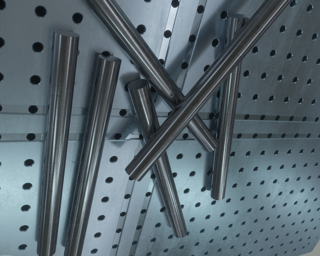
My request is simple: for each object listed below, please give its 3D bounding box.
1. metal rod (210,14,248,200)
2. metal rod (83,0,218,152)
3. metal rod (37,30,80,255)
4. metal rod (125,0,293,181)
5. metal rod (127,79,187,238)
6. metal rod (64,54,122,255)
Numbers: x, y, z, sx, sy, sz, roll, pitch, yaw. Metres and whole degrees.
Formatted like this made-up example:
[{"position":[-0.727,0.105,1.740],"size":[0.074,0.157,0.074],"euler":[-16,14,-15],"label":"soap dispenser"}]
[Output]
[{"position":[0.097,-0.010,0.456],"size":[0.025,0.025,0.298],"euler":[-15,125,-20],"label":"metal rod"},{"position":[-0.002,-0.061,0.371],"size":[0.025,0.025,0.300],"euler":[-42,129,0],"label":"metal rod"},{"position":[-0.124,0.038,0.366],"size":[0.025,0.025,0.298],"euler":[0,119,-28],"label":"metal rod"},{"position":[0.060,-0.055,0.375],"size":[0.025,0.025,0.299],"euler":[34,99,-38],"label":"metal rod"},{"position":[0.005,0.065,0.452],"size":[0.025,0.025,0.299],"euler":[-25,128,-13],"label":"metal rod"},{"position":[-0.091,0.056,0.395],"size":[0.025,0.025,0.298],"euler":[2,118,-29],"label":"metal rod"}]
